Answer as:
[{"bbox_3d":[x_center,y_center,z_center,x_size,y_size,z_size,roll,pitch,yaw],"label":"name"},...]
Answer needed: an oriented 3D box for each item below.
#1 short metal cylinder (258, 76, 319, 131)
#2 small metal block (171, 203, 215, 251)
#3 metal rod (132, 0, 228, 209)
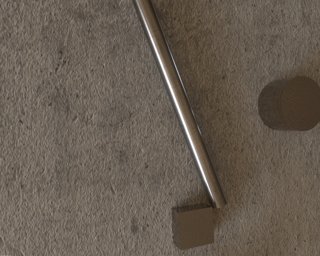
[{"bbox_3d":[0.197,-0.035,0.468,0.081,0.050,0.079,0,90,-20],"label":"short metal cylinder"},{"bbox_3d":[0.045,0.134,0.426,0.050,0.025,0.050,-4,92,-20],"label":"small metal block"},{"bbox_3d":[0.030,-0.030,0.419,0.025,0.025,0.299,-24,98,-18],"label":"metal rod"}]
